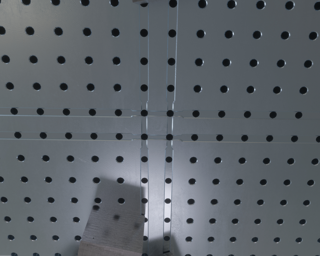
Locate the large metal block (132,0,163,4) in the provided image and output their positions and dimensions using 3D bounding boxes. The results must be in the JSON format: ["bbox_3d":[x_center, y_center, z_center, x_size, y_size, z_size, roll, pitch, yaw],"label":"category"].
[{"bbox_3d":[0.009,-0.164,0.324,0.080,0.080,0.050,-10,110,3],"label":"large metal block"}]

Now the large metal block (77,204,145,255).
[{"bbox_3d":[-0.068,0.161,0.443,0.080,0.080,0.050,15,110,-6],"label":"large metal block"}]

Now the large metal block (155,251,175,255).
[{"bbox_3d":[-0.003,0.254,0.493,0.080,0.050,0.080,-17,109,6],"label":"large metal block"}]
